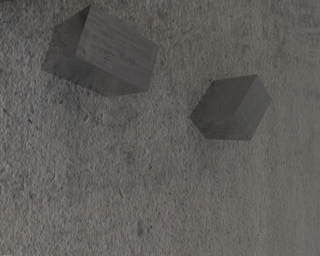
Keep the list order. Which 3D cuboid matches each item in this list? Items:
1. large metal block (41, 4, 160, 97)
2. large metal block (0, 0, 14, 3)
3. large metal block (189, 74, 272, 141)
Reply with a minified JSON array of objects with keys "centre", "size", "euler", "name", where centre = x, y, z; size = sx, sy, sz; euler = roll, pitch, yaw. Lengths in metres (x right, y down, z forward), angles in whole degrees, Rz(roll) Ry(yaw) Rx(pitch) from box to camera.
[{"centre":[-0.061,-0.072,0.317],"size":[0.080,0.080,0.050],"euler":[22,76,-38],"name":"large metal block"},{"centre":[-0.141,-0.159,0.270],"size":[0.081,0.050,0.080],"euler":[-30,109,-36],"name":"large metal block"},{"centre":[0.103,-0.029,0.455],"size":[0.050,0.080,0.080],"euler":[50,61,-29],"name":"large metal block"}]
